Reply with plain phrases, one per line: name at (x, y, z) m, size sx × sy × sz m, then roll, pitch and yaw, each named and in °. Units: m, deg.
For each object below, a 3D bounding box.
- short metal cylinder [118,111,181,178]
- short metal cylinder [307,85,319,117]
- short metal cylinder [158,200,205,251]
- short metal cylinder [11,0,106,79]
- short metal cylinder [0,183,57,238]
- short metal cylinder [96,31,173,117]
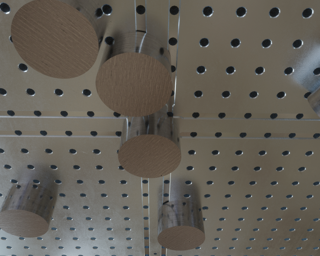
short metal cylinder at (-0.013, 0.022, 0.414) m, size 0.081 × 0.050 × 0.079 m, roll 0°, pitch 130°, yaw 0°
short metal cylinder at (0.220, -0.028, 0.354) m, size 0.080 × 0.080 × 0.050 m, roll 23°, pitch 127°, yaw -18°
short metal cylinder at (0.036, 0.171, 0.541) m, size 0.081 × 0.050 × 0.079 m, roll 0°, pitch 130°, yaw 0°
short metal cylinder at (-0.099, -0.097, 0.312) m, size 0.081 × 0.050 × 0.079 m, roll 0°, pitch 130°, yaw 0°
short metal cylinder at (-0.218, 0.136, 0.509) m, size 0.081 × 0.050 × 0.079 m, roll 0°, pitch 130°, yaw 0°
short metal cylinder at (-0.027, -0.059, 0.345) m, size 0.081 × 0.050 × 0.079 m, roll 0°, pitch 130°, yaw 0°
